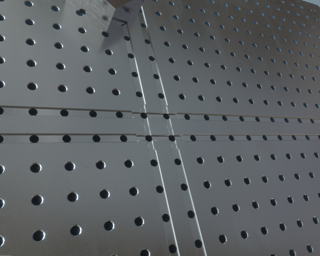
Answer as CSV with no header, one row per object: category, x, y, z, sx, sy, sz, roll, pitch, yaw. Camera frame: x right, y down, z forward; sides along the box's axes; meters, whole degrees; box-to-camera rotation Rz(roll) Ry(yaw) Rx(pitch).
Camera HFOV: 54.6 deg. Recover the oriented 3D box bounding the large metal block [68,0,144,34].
large metal block,-0.079,-0.202,0.472,0.080,0.050,0.080,43,51,1
